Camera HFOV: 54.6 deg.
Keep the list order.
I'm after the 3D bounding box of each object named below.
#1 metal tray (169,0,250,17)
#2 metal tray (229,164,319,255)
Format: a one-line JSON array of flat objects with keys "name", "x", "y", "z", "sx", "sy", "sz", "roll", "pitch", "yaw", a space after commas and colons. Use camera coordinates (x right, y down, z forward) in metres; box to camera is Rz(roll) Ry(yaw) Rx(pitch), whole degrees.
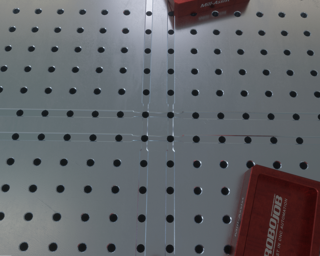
[{"name": "metal tray", "x": 0.074, "y": -0.235, "z": 0.495, "sx": 0.131, "sy": 0.030, "sz": 0.090, "roll": -15, "pitch": 71, "yaw": -6}, {"name": "metal tray", "x": 0.138, "y": 0.118, "z": 0.366, "sx": 0.090, "sy": 0.030, "sz": 0.130, "roll": 16, "pitch": 71, "yaw": 5}]
